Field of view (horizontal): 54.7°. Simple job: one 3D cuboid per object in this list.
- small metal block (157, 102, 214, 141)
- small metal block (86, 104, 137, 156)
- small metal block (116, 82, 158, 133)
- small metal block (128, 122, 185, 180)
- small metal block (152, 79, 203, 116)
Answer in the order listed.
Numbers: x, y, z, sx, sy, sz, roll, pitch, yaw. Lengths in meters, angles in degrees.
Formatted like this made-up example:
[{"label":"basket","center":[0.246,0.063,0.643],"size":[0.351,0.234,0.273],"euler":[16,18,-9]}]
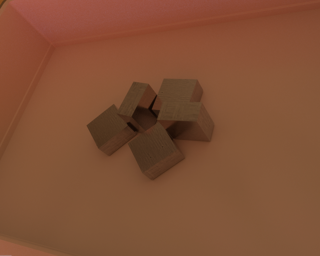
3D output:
[{"label":"small metal block","center":[0.032,-0.008,0.374],"size":[0.050,0.050,0.025],"euler":[3,64,29]},{"label":"small metal block","center":[-0.069,0.002,0.436],"size":[0.050,0.025,0.050],"euler":[-38,51,2]},{"label":"small metal block","center":[-0.025,-0.026,0.414],"size":[0.025,0.050,0.050],"euler":[13,69,33]},{"label":"small metal block","center":[-0.005,0.028,0.387],"size":[0.050,0.025,0.050],"euler":[-35,52,4]},{"label":"small metal block","center":[0.024,-0.038,0.413],"size":[0.050,0.025,0.050],"euler":[7,65,30]}]
